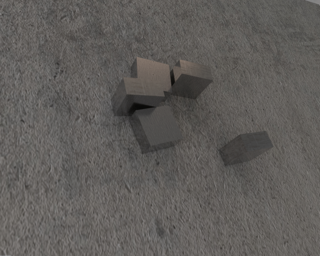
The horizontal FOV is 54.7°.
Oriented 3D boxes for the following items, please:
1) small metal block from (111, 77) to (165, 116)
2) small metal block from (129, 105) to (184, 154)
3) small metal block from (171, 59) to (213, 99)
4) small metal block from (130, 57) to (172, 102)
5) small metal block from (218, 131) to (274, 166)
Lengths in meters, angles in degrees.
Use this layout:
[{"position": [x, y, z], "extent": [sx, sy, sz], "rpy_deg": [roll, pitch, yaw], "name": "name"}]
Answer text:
[{"position": [-0.029, -0.038, 0.395], "extent": [0.050, 0.050, 0.025], "rpy_deg": [0, 61, -28], "name": "small metal block"}, {"position": [-0.005, 0.001, 0.400], "extent": [0.050, 0.025, 0.050], "rpy_deg": [-11, 68, -33], "name": "small metal block"}, {"position": [0.041, -0.069, 0.452], "extent": [0.050, 0.050, 0.025], "rpy_deg": [8, 59, -24], "name": "small metal block"}, {"position": [-0.013, -0.068, 0.438], "extent": [0.050, 0.025, 0.050], "rpy_deg": [9, 58, -24], "name": "small metal block"}, {"position": [0.120, 0.029, 0.434], "extent": [0.050, 0.050, 0.025], "rpy_deg": [-6, 65, -31], "name": "small metal block"}]
